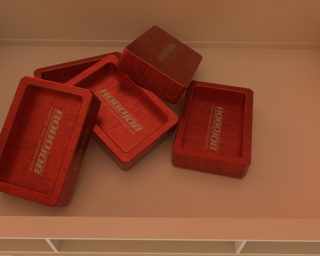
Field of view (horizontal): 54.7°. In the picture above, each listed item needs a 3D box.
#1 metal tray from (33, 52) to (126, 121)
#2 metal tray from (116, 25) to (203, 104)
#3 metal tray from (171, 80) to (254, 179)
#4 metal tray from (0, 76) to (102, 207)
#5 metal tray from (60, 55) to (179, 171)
[{"bbox_3d":[-0.107,-0.061,0.449,0.131,0.030,0.090,-16,52,-14],"label":"metal tray"},{"bbox_3d":[0.005,-0.093,0.434,0.090,0.030,0.130,33,34,-3],"label":"metal tray"},{"bbox_3d":[0.071,-0.004,0.403,0.090,0.030,0.130,10,51,7],"label":"metal tray"},{"bbox_3d":[-0.130,0.014,0.349,0.090,0.030,0.129,13,79,10],"label":"metal tray"},{"bbox_3d":[-0.052,-0.023,0.390,0.090,0.030,0.130,-40,75,-21],"label":"metal tray"}]
